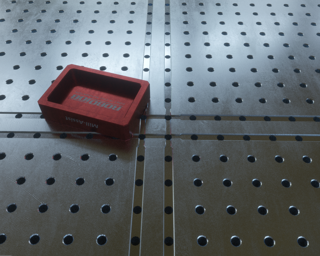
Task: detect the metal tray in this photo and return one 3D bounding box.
[{"bbox_3d":[-0.089,-0.040,0.436,0.131,0.030,0.090,14,51,11],"label":"metal tray"}]
